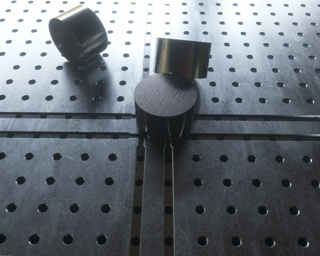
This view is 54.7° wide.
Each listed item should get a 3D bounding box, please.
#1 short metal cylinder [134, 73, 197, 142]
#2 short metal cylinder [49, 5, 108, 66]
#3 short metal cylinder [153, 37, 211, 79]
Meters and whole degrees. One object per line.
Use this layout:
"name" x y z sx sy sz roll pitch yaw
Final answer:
"short metal cylinder" 0.007 -0.028 0.415 0.081 0.050 0.080 0 50 0
"short metal cylinder" -0.130 -0.147 0.494 0.080 0.080 0.050 32 57 23
"short metal cylinder" 0.032 -0.104 0.455 0.081 0.050 0.080 5 16 -1
